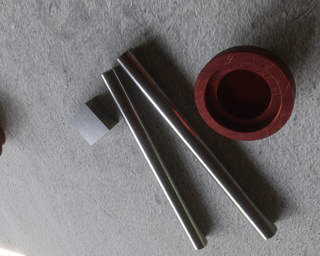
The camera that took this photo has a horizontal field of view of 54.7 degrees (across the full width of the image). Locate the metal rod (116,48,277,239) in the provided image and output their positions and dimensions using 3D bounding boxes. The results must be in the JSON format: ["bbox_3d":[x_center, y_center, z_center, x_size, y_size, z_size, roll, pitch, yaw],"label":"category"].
[{"bbox_3d":[0.052,0.026,0.395,0.025,0.025,0.300,-33,100,38],"label":"metal rod"}]

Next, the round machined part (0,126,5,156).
[{"bbox_3d":[-0.333,0.016,0.581,0.098,0.042,0.097,13,124,21],"label":"round machined part"}]

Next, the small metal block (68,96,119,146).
[{"bbox_3d":[-0.097,-0.010,0.452,0.050,0.025,0.050,49,129,-7],"label":"small metal block"}]

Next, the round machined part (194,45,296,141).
[{"bbox_3d":[0.090,-0.039,0.325,0.098,0.042,0.097,13,124,21],"label":"round machined part"}]

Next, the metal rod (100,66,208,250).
[{"bbox_3d":[-0.001,0.054,0.440,0.025,0.025,0.299,-15,111,34],"label":"metal rod"}]
